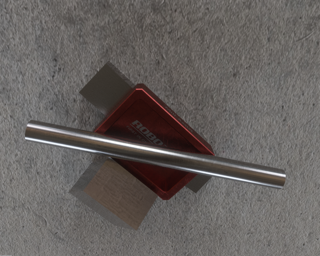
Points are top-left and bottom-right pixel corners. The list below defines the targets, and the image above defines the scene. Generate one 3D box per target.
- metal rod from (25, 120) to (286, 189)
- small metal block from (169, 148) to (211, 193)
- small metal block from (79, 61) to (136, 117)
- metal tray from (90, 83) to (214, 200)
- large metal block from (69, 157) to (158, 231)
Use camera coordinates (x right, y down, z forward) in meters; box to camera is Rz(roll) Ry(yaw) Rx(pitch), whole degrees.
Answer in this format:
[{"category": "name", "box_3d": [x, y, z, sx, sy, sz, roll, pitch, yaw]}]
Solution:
[{"category": "metal rod", "box_3d": [-0.001, 0.033, 0.364, 0.302, 0.025, 0.025, 11, 110, -5]}, {"category": "small metal block", "box_3d": [0.046, 0.054, 0.431, 0.050, 0.025, 0.050, 37, 106, -13]}, {"category": "small metal block", "box_3d": [-0.064, -0.048, 0.392, 0.050, 0.025, 0.050, 43, 104, -15]}, {"category": "metal tray", "box_3d": [-0.008, 0.020, 0.388, 0.130, 0.030, 0.090, 42, 104, -14]}, {"category": "large metal block", "box_3d": [-0.063, 0.086, 0.403, 0.080, 0.080, 0.050, 41, 63, -14]}]
